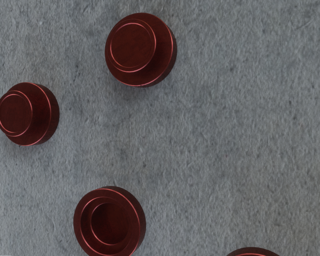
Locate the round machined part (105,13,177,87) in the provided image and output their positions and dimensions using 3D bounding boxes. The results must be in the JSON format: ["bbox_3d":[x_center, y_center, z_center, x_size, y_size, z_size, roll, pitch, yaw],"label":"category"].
[{"bbox_3d":[-0.030,-0.104,0.410,0.098,0.042,0.097,0,90,19],"label":"round machined part"}]

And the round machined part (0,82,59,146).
[{"bbox_3d":[-0.207,-0.021,0.471,0.098,0.042,0.097,0,90,19],"label":"round machined part"}]

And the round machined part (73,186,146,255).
[{"bbox_3d":[-0.064,0.127,0.421,0.098,0.042,0.097,0,90,19],"label":"round machined part"}]

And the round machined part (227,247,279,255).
[{"bbox_3d":[0.113,0.187,0.360,0.098,0.042,0.097,0,90,19],"label":"round machined part"}]
